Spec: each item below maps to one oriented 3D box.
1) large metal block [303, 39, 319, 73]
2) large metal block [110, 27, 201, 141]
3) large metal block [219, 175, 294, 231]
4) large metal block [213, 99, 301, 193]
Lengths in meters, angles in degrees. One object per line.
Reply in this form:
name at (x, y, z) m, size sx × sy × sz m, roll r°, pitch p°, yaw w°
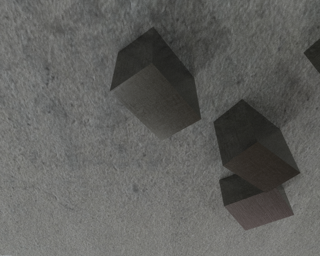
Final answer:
large metal block at (0.220, -0.076, 0.330) m, size 0.080 × 0.050 × 0.080 m, roll 30°, pitch 124°, yaw -24°
large metal block at (-0.003, -0.047, 0.331) m, size 0.050 × 0.080 × 0.080 m, roll -30°, pitch 124°, yaw 23°
large metal block at (0.150, 0.109, 0.486) m, size 0.080 × 0.050 × 0.080 m, roll -26°, pitch 126°, yaw 20°
large metal block at (0.119, 0.023, 0.392) m, size 0.080 × 0.080 × 0.050 m, roll 32°, pitch 123°, yaw -25°
